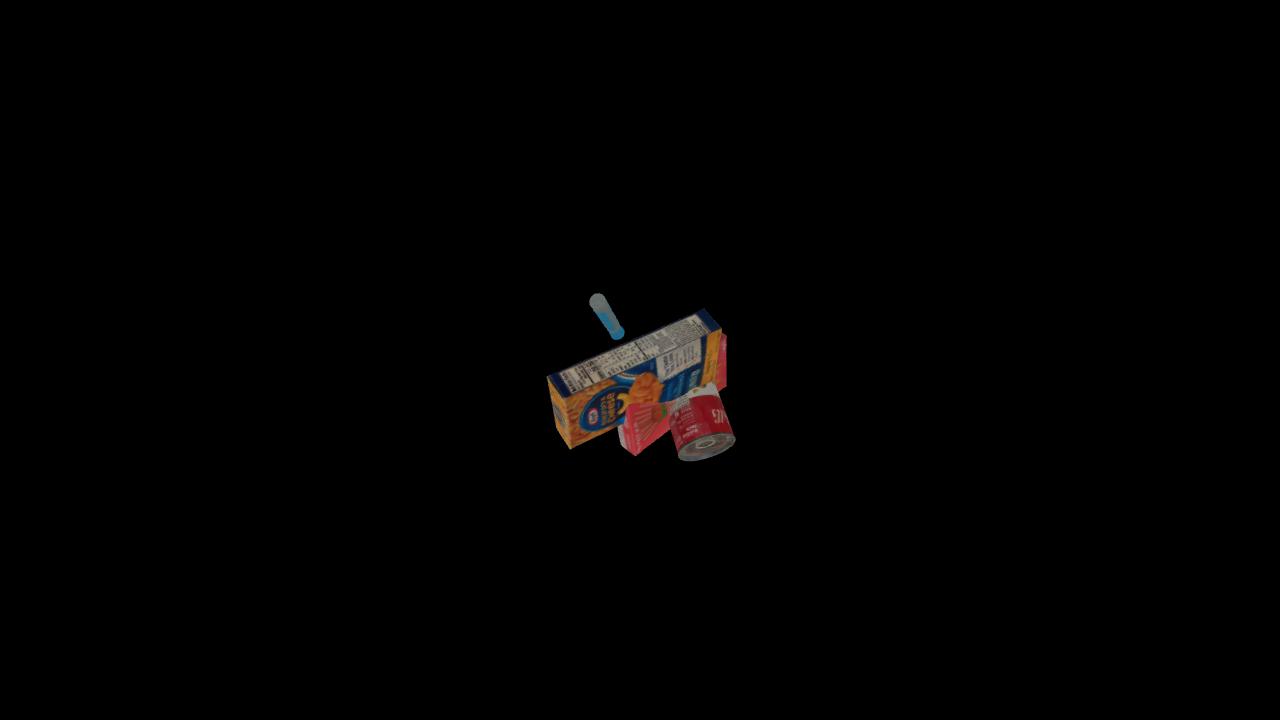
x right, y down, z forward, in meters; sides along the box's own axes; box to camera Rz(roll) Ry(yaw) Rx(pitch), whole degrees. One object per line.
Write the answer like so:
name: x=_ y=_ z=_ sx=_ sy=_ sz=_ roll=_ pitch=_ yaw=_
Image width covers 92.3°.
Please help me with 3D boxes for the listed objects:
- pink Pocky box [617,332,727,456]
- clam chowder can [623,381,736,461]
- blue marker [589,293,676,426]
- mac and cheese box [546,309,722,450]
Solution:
pink Pocky box: x=0.039 y=0.034 z=0.699 sx=0.155 sy=0.084 sz=0.029 roll=-34 pitch=49 yaw=-27
clam chowder can: x=0.062 y=0.056 z=0.709 sx=0.068 sy=0.102 sz=0.068 roll=-13 pitch=-29 yaw=-8
blue marker: x=-0.037 y=-0.049 z=0.735 sx=0.020 sy=0.020 sz=0.121 roll=0 pitch=-16 yaw=9
mac and cheese box: x=-0.002 y=0.019 z=0.644 sx=0.184 sy=0.041 sz=0.093 roll=-25 pitch=-34 yaw=-19
